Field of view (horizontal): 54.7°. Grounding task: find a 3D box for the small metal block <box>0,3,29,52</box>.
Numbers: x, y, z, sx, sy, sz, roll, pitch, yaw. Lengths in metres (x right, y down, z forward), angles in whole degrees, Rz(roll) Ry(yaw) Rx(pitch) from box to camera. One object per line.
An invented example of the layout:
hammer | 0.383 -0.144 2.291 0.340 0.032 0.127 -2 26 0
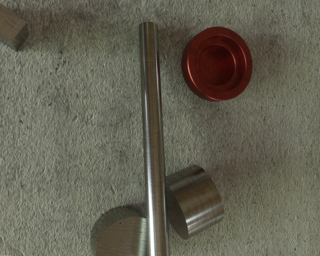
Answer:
small metal block | -0.172 -0.112 0.332 0.050 0.050 0.025 36 79 -17

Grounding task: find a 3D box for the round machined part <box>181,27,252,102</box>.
round machined part | 0.074 -0.085 0.427 0.099 0.042 0.097 0 90 -20

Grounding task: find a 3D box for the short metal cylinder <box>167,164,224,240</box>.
short metal cylinder | 0.037 0.093 0.394 0.050 0.080 0.080 -21 97 -19

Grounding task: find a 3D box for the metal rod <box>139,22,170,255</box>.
metal rod | -0.008 0.014 0.374 0.025 0.025 0.299 1 78 -20

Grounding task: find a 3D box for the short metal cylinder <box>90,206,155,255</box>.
short metal cylinder | -0.042 0.142 0.381 0.081 0.050 0.079 0 90 -20
